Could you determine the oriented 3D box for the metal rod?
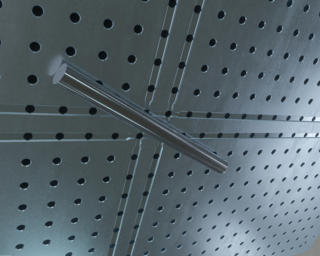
[{"bbox_3d":[-0.002,0.003,0.414,0.301,0.025,0.025,30,101,-38],"label":"metal rod"}]
